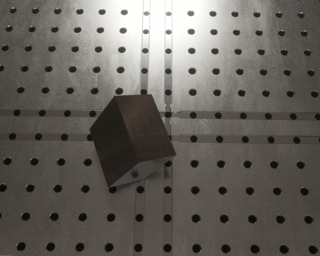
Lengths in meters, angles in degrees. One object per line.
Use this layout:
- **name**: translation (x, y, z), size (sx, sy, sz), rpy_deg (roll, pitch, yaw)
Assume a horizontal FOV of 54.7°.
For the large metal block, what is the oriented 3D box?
- **large metal block**: translation (-0.036, 0.016, 0.369), size (0.050, 0.080, 0.080), rpy_deg (-7, 67, -38)
